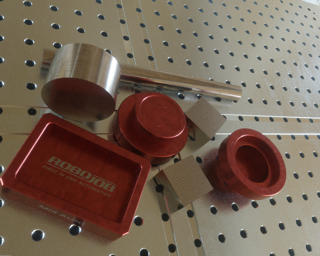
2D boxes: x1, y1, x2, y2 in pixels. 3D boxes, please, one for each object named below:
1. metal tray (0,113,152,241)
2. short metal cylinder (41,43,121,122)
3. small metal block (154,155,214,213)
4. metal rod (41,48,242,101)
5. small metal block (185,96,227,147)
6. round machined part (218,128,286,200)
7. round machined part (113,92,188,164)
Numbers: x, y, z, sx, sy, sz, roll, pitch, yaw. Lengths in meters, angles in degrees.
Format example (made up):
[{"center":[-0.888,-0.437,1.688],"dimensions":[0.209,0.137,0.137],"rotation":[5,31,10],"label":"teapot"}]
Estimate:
[{"center":[-0.083,0.051,0.328],"dimensions":[0.131,0.030,0.090],"rotation":[27,53,-11],"label":"metal tray"},{"center":[-0.088,-0.050,0.355],"dimensions":[0.081,0.080,0.050],"rotation":[16,55,-19],"label":"short metal cylinder"},{"center":[0.029,0.068,0.382],"dimensions":[0.050,0.025,0.050],"rotation":[-21,73,-36],"label":"small metal block"},{"center":[-0.009,-0.072,0.446],"dimensions":[0.302,0.025,0.025],"rotation":[6,59,-25],"label":"metal rod"},{"center":[0.060,-0.010,0.447],"dimensions":[0.050,0.025,0.050],"rotation":[44,51,2],"label":"small metal block"},{"center":[0.122,0.053,0.430],"dimensions":[0.099,0.042,0.098],"rotation":[14,56,-21],"label":"round machined part"},{"center":[-0.007,-0.007,0.397],"dimensions":[0.099,0.042,0.098],"rotation":[14,53,-20],"label":"round machined part"}]
